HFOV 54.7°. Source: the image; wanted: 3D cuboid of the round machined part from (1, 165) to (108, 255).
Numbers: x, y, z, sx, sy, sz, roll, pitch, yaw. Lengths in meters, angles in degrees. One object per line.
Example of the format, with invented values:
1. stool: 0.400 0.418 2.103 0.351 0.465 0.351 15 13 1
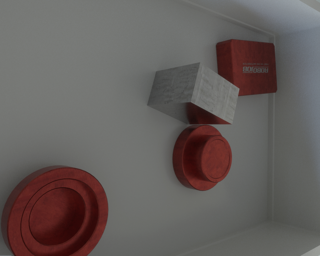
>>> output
1. round machined part: -0.105 0.086 0.309 0.099 0.042 0.097 0 90 -40

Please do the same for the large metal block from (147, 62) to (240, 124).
1. large metal block: 0.044 -0.041 0.410 0.080 0.080 0.050 23 76 -38

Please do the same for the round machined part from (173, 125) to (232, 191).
1. round machined part: 0.069 0.044 0.456 0.099 0.042 0.097 0 90 -40

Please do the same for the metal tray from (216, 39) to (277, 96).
1. metal tray: 0.153 -0.102 0.535 0.131 0.030 0.089 -9 96 -40
